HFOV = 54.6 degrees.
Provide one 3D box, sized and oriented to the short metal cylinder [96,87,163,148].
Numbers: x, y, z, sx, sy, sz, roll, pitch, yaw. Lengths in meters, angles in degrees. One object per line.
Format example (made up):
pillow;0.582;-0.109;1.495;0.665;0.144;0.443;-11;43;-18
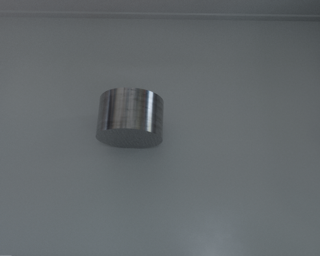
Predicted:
short metal cylinder;-0.036;-0.010;0.384;0.080;0.080;0.050;2;70;1
